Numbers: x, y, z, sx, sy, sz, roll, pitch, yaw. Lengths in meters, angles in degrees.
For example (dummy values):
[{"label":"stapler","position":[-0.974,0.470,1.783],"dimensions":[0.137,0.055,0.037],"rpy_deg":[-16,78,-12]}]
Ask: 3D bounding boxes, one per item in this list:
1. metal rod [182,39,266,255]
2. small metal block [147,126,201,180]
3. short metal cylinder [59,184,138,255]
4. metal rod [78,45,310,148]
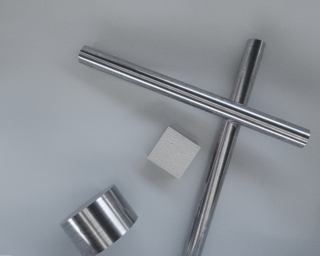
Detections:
[{"label":"metal rod","position":[0.085,0.029,0.412],"dimensions":[0.025,0.025,0.298],"rpy_deg":[17,90,-1]},{"label":"small metal block","position":[0.018,0.032,0.412],"dimensions":[0.050,0.025,0.050],"rpy_deg":[34,90,-1]},{"label":"short metal cylinder","position":[-0.075,0.113,0.383],"dimensions":[0.080,0.080,0.050],"rpy_deg":[-35,90,0]},{"label":"metal rod","position":[0.037,-0.042,0.393],"dimensions":[0.301,0.025,0.025],"rpy_deg":[22,90,6]}]
